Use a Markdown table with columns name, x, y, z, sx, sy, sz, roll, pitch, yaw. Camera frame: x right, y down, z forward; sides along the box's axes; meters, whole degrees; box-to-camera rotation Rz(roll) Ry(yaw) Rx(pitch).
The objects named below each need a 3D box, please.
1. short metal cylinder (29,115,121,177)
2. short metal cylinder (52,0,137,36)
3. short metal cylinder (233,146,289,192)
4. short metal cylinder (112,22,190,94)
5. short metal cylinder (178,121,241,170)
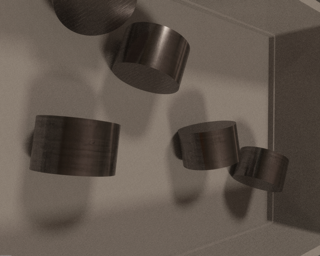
| name | x | y | z | sx | sy | sz | roll | pitch | yaw |
| --- | --- | --- | --- | --- | --- | --- | --- | --- | --- |
| short metal cylinder | -0.082 | 0.018 | 0.304 | 0.081 | 0.080 | 0.050 | 9 | 84 | -40 |
| short metal cylinder | -0.068 | -0.139 | 0.305 | 0.081 | 0.080 | 0.050 | 3 | 51 | -40 |
| short metal cylinder | 0.167 | 0.069 | 0.514 | 0.080 | 0.080 | 0.050 | 32 | 70 | -36 |
| short metal cylinder | -0.010 | -0.079 | 0.364 | 0.080 | 0.080 | 0.050 | 26 | 74 | -37 |
| short metal cylinder | 0.068 | 0.022 | 0.431 | 0.081 | 0.080 | 0.050 | -16 | 101 | -39 |
